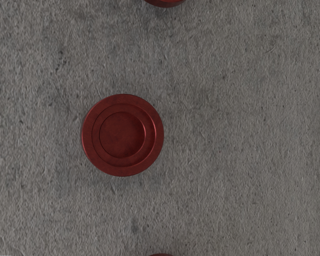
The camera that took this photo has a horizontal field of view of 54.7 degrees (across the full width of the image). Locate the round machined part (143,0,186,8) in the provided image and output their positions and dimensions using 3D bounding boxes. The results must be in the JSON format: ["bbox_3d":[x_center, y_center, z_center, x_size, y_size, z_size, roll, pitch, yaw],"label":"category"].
[{"bbox_3d":[0.001,-0.204,0.400,0.099,0.042,0.097,0,90,-20],"label":"round machined part"}]

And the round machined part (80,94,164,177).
[{"bbox_3d":[-0.048,0.008,0.382,0.099,0.042,0.097,0,90,-20],"label":"round machined part"}]

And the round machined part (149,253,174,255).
[{"bbox_3d":[-0.005,0.210,0.398,0.099,0.042,0.097,0,90,-20],"label":"round machined part"}]
